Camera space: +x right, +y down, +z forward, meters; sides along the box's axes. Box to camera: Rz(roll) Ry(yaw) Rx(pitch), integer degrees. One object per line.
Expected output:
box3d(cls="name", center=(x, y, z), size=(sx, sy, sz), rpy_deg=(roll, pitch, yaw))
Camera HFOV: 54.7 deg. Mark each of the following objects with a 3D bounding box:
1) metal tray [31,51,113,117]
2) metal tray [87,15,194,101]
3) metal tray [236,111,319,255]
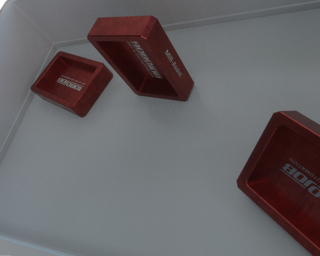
box3d(cls="metal tray", center=(-0.153, -0.079, 0.531), size=(0.130, 0.030, 0.090), rpy_deg=(22, 73, 36))
box3d(cls="metal tray", center=(-0.020, -0.086, 0.402), size=(0.090, 0.130, 0.030), rpy_deg=(11, 68, 33))
box3d(cls="metal tray", center=(0.137, 0.054, 0.265), size=(0.130, 0.030, 0.089), rpy_deg=(44, 124, 39))
